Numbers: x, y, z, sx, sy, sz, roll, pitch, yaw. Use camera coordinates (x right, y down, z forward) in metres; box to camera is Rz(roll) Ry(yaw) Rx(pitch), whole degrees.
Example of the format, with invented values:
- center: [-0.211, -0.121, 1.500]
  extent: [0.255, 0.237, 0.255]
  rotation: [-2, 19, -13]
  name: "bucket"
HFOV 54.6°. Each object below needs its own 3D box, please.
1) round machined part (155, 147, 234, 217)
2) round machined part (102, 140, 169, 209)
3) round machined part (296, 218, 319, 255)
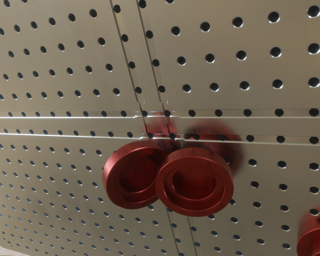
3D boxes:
- center: [0.045, 0.066, 0.407]
  extent: [0.098, 0.042, 0.097]
  rotation: [4, 119, 7]
  name: "round machined part"
- center: [-0.033, 0.061, 0.433]
  extent: [0.042, 0.099, 0.097]
  rotation: [-136, 34, -55]
  name: "round machined part"
- center: [0.221, 0.160, 0.382]
  extent: [0.098, 0.042, 0.097]
  rotation: [13, 124, 21]
  name: "round machined part"
